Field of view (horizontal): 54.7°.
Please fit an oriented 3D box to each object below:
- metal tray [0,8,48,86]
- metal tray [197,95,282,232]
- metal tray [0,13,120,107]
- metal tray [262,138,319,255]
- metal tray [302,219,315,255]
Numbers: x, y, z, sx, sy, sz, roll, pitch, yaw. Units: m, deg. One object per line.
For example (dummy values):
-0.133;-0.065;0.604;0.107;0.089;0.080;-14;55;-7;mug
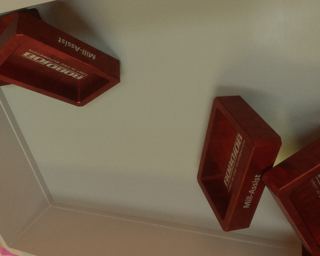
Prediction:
-0.215;-0.112;0.449;0.130;0.030;0.090;-3;117;29;metal tray
0.081;0.040;0.349;0.030;0.090;0.129;-5;125;-16;metal tray
-0.125;-0.073;0.373;0.090;0.030;0.131;-25;149;37;metal tray
0.171;0.074;0.309;0.090;0.030;0.130;-34;114;5;metal tray
0.201;0.151;0.325;0.090;0.130;0.030;-18;120;35;metal tray
